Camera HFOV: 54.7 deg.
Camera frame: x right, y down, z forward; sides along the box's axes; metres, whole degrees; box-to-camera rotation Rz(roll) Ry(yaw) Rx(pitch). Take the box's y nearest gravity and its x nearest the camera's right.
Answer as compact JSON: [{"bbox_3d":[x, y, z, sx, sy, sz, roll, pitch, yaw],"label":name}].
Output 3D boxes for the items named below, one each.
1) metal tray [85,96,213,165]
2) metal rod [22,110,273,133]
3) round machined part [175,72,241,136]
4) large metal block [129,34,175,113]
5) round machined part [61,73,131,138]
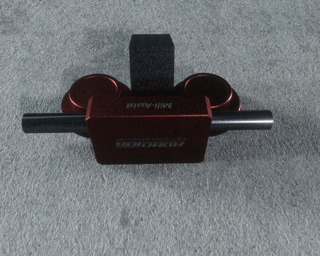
[{"bbox_3d":[-0.012,0.005,0.358,0.131,0.089,0.030,-1,50,-1],"label":"metal tray"},{"bbox_3d":[-0.014,-0.008,0.385,0.302,0.025,0.025,-1,50,-1],"label":"metal rod"},{"bbox_3d":[0.061,-0.039,0.426,0.099,0.042,0.098,0,50,0],"label":"round machined part"},{"bbox_3d":[-0.010,-0.072,0.394,0.050,0.079,0.080,-1,27,-2],"label":"large metal block"},{"bbox_3d":[-0.085,-0.037,0.421,0.099,0.042,0.098,0,50,0],"label":"round machined part"}]
